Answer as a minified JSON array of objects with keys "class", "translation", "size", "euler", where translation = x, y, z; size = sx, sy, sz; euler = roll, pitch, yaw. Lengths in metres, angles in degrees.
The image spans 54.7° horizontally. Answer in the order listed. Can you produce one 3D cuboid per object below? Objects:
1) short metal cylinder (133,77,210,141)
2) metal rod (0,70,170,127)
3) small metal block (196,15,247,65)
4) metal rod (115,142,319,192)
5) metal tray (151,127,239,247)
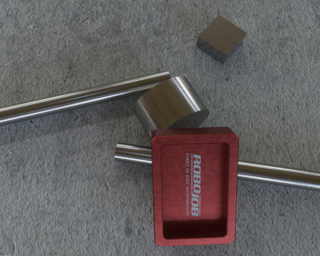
[{"class":"short metal cylinder","translation":[0.014,-0.019,0.386],"size":[0.080,0.080,0.050],"euler":[-28,73,-10]},{"class":"metal rod","translation":[-0.133,-0.033,0.418],"size":[0.302,0.025,0.025],"euler":[-13,71,-6]},{"class":"small metal block","translation":[0.090,-0.131,0.457],"size":[0.050,0.025,0.050],"euler":[39,74,12]},{"class":"metal rod","translation":[0.094,0.052,0.390],"size":[0.302,0.025,0.025],"euler":[8,70,2]},{"class":"metal tray","translation":[0.037,0.066,0.345],"size":[0.091,0.030,0.129],"euler":[-2,105,-1]}]
